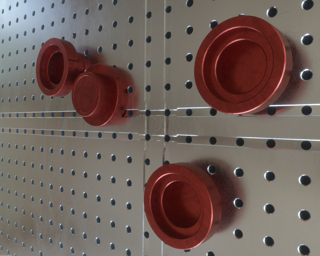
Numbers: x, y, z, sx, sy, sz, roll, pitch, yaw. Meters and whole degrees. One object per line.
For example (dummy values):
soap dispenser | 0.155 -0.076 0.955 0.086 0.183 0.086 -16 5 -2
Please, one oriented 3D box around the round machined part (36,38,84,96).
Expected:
round machined part | -0.169 -0.102 0.535 0.098 0.042 0.097 0 90 39

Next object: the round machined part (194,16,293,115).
round machined part | 0.088 -0.062 0.324 0.098 0.042 0.097 0 90 39

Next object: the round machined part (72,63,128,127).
round machined part | -0.099 -0.051 0.477 0.098 0.042 0.097 0 90 39

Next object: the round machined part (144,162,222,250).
round machined part | 0.031 0.090 0.371 0.098 0.042 0.097 0 90 39
